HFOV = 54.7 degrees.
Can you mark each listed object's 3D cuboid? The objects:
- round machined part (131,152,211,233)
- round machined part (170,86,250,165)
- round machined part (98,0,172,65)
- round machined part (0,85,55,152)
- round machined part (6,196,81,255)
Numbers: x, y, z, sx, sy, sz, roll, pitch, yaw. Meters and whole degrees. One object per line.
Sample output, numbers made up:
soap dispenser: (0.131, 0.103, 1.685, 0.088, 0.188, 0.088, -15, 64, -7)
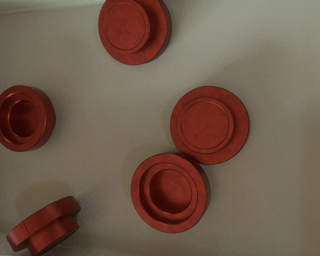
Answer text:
round machined part: (0.016, 0.078, 0.393, 0.098, 0.042, 0.097, 1, 94, 21)
round machined part: (0.059, -0.003, 0.380, 0.098, 0.042, 0.097, 0, 90, 19)
round machined part: (-0.038, -0.130, 0.401, 0.098, 0.042, 0.097, 6, 108, 18)
round machined part: (-0.200, -0.014, 0.470, 0.098, 0.042, 0.097, 0, 90, 19)
round machined part: (-0.151, 0.139, 0.423, 0.098, 0.098, 0.042, -40, 78, 15)
